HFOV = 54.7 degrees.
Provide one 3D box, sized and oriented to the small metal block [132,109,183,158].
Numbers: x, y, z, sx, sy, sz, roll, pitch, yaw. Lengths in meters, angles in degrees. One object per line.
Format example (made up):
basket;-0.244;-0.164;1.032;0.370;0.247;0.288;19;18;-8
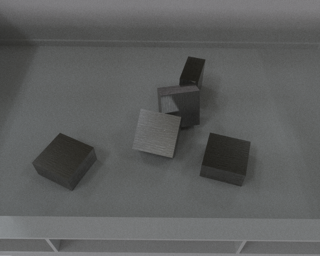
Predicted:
small metal block;-0.002;0.006;0.383;0.050;0.025;0.050;12;90;9

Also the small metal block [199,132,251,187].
small metal block;0.079;0.037;0.375;0.050;0.025;0.050;13;51;10

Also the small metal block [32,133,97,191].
small metal block;-0.113;0.039;0.370;0.050;0.025;0.050;21;53;16

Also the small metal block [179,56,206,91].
small metal block;0.045;-0.066;0.445;0.025;0.050;0.050;13;51;10

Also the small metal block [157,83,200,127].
small metal block;0.025;-0.028;0.409;0.050;0.050;0.025;-8;30;-7
